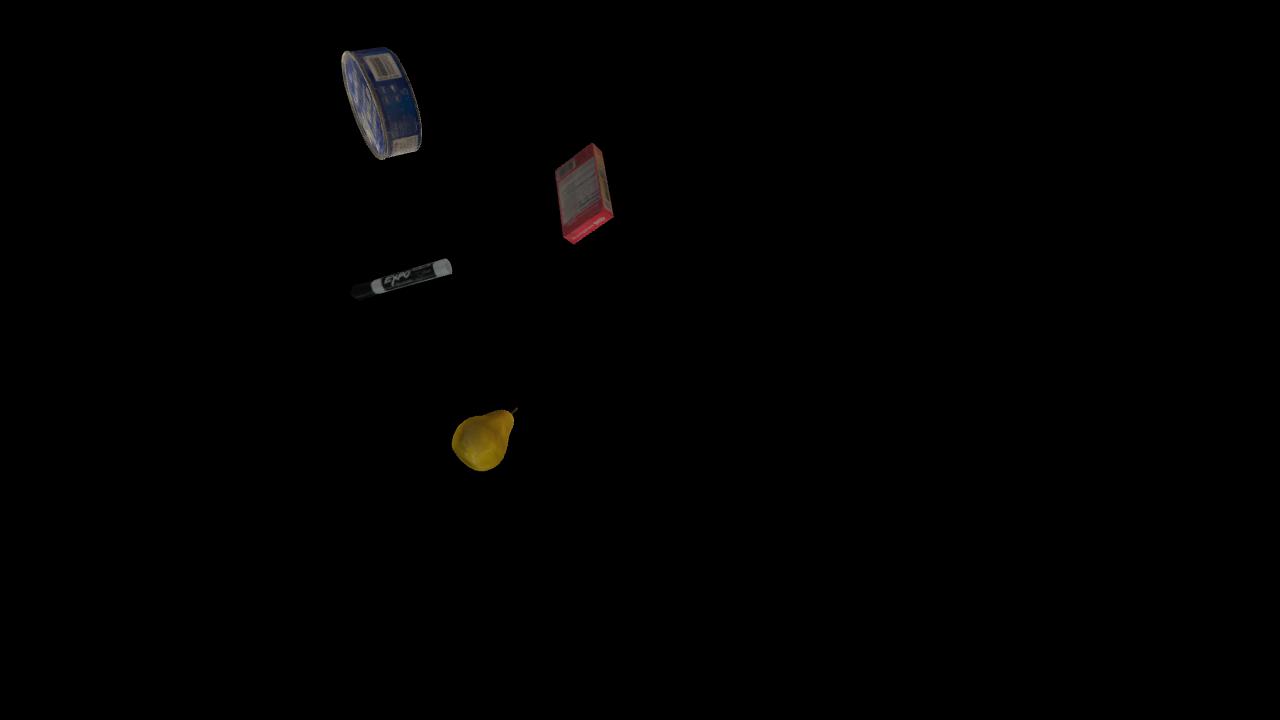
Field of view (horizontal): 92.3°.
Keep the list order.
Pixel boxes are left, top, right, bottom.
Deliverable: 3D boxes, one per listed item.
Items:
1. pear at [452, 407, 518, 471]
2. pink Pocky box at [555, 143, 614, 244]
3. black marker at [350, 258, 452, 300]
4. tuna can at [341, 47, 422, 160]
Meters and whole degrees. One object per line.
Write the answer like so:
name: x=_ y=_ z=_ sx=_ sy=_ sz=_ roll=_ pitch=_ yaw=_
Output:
pear: x=-0.208 y=0.101 z=0.867 sx=0.080 sy=0.080 sz=0.111 roll=0 pitch=44 yaw=51
pink Pocky box: x=-0.090 y=-0.264 z=0.971 sx=0.084 sy=0.155 sz=0.029 roll=-29 pitch=-37 yaw=26
black marker: x=-0.277 y=-0.092 z=0.712 sx=0.121 sy=0.020 sz=0.020 roll=-15 pitch=-2 yaw=6
tuna can: x=-0.214 y=-0.213 z=0.510 sx=0.034 sy=0.084 sz=0.084 roll=-26 pitch=13 yaw=-28
